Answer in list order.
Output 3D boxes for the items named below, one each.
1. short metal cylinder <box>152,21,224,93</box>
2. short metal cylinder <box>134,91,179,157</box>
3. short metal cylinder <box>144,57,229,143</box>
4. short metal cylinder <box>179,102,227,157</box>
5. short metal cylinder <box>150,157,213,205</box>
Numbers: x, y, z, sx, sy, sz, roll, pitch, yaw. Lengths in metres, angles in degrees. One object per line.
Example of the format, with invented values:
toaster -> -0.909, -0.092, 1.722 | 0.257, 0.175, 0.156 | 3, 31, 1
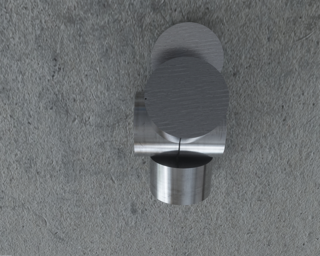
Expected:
short metal cylinder -> 0.031, -0.084, 0.368 | 0.081, 0.050, 0.079 | 0, 110, -1
short metal cylinder -> -0.004, -0.005, 0.380 | 0.050, 0.080, 0.079 | 1, 110, -1
short metal cylinder -> 0.025, -0.026, 0.318 | 0.081, 0.050, 0.080 | 0, 82, -1
short metal cylinder -> 0.048, -0.004, 0.380 | 0.050, 0.080, 0.079 | 0, 110, 0
short metal cylinder -> 0.027, 0.056, 0.403 | 0.081, 0.080, 0.050 | 0, 110, -1
